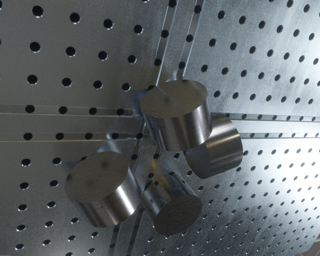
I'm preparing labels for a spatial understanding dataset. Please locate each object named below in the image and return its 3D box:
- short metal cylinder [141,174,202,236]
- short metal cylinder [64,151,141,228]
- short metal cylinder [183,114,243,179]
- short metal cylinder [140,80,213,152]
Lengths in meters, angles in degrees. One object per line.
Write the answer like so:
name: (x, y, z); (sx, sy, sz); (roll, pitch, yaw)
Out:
short metal cylinder: (0.018, 0.119, 0.480); (0.081, 0.050, 0.079); (-14, 125, -21)
short metal cylinder: (-0.069, 0.075, 0.385); (0.080, 0.080, 0.050); (-28, 128, -11)
short metal cylinder: (0.070, 0.025, 0.431); (0.050, 0.080, 0.079); (-17, 125, -19)
short metal cylinder: (0.021, -0.017, 0.378); (0.080, 0.080, 0.050); (-26, 128, -13)
